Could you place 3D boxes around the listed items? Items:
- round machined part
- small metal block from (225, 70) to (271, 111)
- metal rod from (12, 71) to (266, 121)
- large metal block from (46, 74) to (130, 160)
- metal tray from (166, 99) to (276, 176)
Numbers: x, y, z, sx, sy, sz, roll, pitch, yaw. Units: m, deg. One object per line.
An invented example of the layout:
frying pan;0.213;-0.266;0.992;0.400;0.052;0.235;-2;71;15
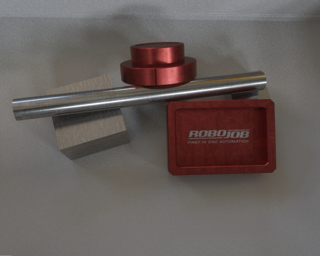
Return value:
round machined part;-0.002;-0.086;0.399;0.099;0.098;0.042;-4;111;-2
small metal block;0.119;-0.048;0.427;0.050;0.025;0.050;-11;71;-4
metal rod;-0.014;-0.041;0.375;0.302;0.025;0.025;-8;70;-11
large metal block;-0.090;-0.013;0.398;0.081;0.050;0.080;-17;71;-7
metal tray;0.074;0.011;0.387;0.131;0.030;0.089;-1;89;-2
